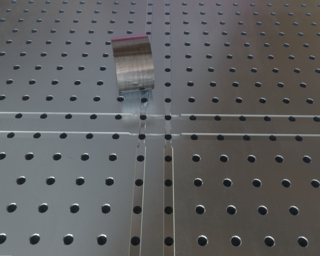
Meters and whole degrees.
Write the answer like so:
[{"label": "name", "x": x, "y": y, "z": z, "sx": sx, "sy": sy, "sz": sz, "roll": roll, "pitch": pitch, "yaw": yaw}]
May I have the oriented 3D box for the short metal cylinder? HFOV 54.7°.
[{"label": "short metal cylinder", "x": -0.040, "y": -0.092, "z": 0.449, "sx": 0.050, "sy": 0.080, "sz": 0.080, "roll": -9, "pitch": 51, "yaw": -8}]
